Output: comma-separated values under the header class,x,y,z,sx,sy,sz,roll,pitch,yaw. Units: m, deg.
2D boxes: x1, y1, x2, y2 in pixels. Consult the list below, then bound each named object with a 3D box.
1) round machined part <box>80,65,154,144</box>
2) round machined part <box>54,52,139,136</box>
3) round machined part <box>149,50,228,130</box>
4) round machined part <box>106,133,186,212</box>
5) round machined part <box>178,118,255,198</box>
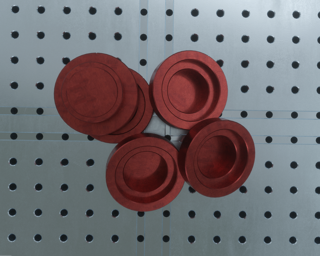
class,x,y,z,sx,sy,sz,roll,pitch,yaw
round machined part,-0.057,-0.030,0.403,0.099,0.042,0.097,0,90,-1
round machined part,-0.075,-0.040,0.361,0.099,0.042,0.097,0,90,-1
round machined part,0.033,-0.046,0.396,0.099,0.042,0.097,0,91,-17
round machined part,-0.020,0.053,0.396,0.099,0.042,0.097,-3,105,-10
round machined part,0.068,0.035,0.394,0.099,0.042,0.097,-4,102,-21
